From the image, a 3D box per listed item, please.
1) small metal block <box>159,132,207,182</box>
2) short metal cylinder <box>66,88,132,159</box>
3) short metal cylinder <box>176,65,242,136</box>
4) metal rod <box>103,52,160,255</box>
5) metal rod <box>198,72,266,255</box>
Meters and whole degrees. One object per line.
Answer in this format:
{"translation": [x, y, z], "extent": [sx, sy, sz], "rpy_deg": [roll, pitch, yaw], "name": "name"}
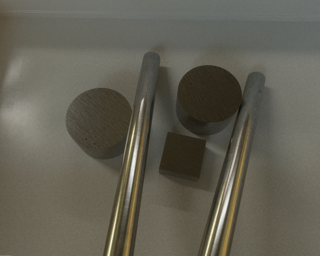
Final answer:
{"translation": [0.029, 0.037, 0.397], "extent": [0.050, 0.025, 0.050], "rpy_deg": [12, 70, 4], "name": "small metal block"}
{"translation": [-0.073, -0.005, 0.397], "extent": [0.081, 0.050, 0.080], "rpy_deg": [0, 70, 0], "name": "short metal cylinder"}
{"translation": [0.062, -0.036, 0.410], "extent": [0.081, 0.050, 0.080], "rpy_deg": [0, 70, 0], "name": "short metal cylinder"}
{"translation": [-0.024, 0.010, 0.346], "extent": [0.025, 0.025, 0.300], "rpy_deg": [5, 47, 1], "name": "metal rod"}
{"translation": [0.085, 0.029, 0.337], "extent": [0.025, 0.025, 0.301], "rpy_deg": [21, 47, 7], "name": "metal rod"}
